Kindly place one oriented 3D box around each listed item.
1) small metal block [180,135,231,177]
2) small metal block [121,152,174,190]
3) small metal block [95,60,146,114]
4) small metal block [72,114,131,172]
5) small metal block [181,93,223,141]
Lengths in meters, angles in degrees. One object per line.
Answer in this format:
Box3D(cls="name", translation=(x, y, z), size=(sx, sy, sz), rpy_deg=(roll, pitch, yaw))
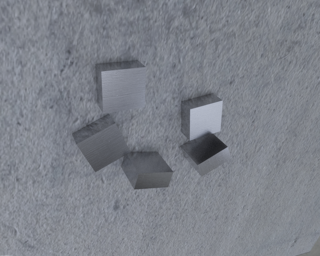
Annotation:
Box3D(cls="small metal block", translation=(0.066, 0.035, 0.451), size=(0.050, 0.050, 0.025), rpy_deg=(-30, 129, -10))
Box3D(cls="small metal block", translation=(-0.018, 0.056, 0.417), size=(0.050, 0.050, 0.025), rpy_deg=(3, 117, -30))
Box3D(cls="small metal block", translation=(-0.045, -0.048, 0.354), size=(0.050, 0.025, 0.050), rpy_deg=(-11, 123, -23))
Box3D(cls="small metal block", translation=(-0.071, 0.019, 0.381), size=(0.050, 0.025, 0.050), rpy_deg=(-30, 129, -10))
Box3D(cls="small metal block", translation=(0.057, -0.016, 0.431), size=(0.050, 0.025, 0.050), rpy_deg=(-16, 125, -20))
